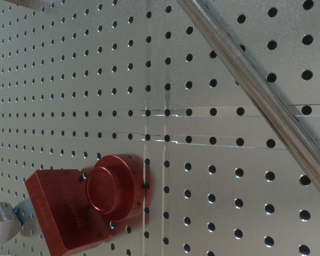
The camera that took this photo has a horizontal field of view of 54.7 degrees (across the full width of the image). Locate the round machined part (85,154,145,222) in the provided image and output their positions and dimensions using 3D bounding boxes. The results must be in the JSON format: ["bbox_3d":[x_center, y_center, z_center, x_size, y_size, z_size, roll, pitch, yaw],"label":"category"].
[{"bbox_3d":[-0.072,0.089,0.455,0.098,0.042,0.097,0,90,39],"label":"round machined part"}]

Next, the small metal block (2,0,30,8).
[{"bbox_3d":[-0.305,-0.280,0.641,0.050,0.050,0.025,47,118,29],"label":"small metal block"}]

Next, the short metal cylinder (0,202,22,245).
[{"bbox_3d":[-0.343,0.203,0.652,0.050,0.081,0.080,44,116,31],"label":"short metal cylinder"}]

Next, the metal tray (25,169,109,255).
[{"bbox_3d":[-0.143,0.126,0.479,0.030,0.090,0.130,-41,65,21],"label":"metal tray"}]

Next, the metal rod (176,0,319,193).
[{"bbox_3d":[0.100,-0.044,0.325,0.025,0.025,0.299,-44,64,31],"label":"metal rod"}]
